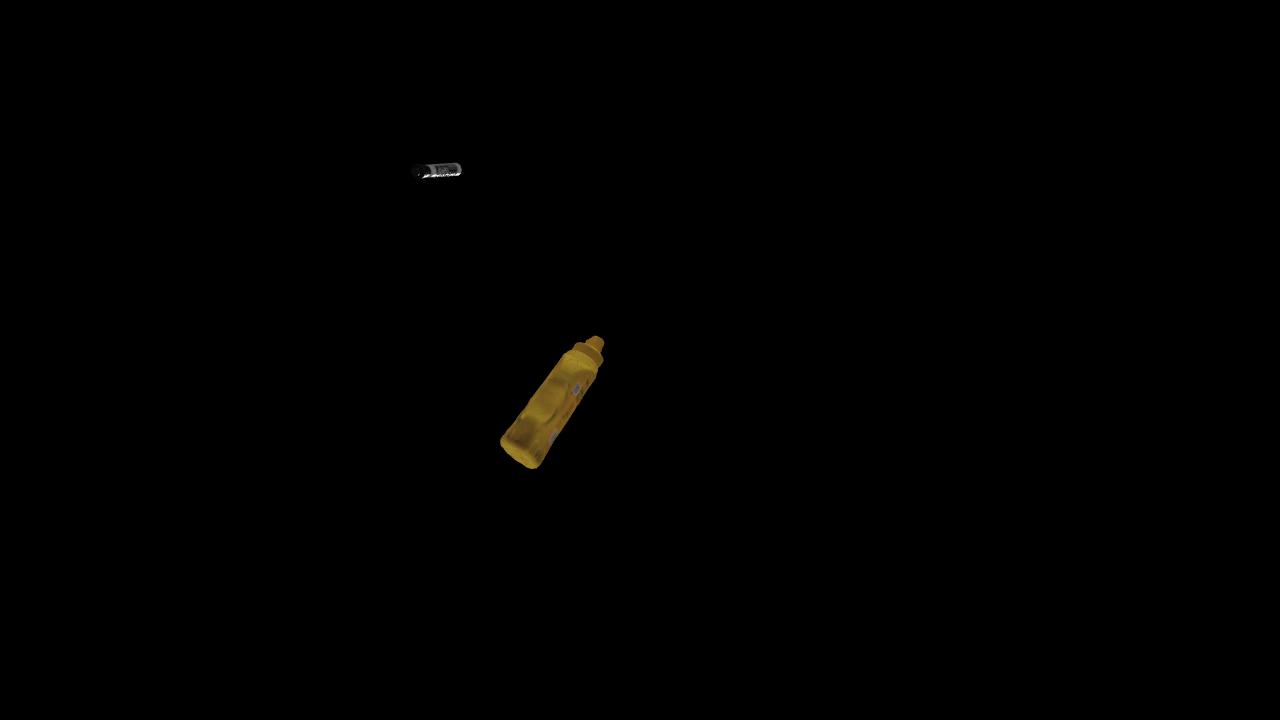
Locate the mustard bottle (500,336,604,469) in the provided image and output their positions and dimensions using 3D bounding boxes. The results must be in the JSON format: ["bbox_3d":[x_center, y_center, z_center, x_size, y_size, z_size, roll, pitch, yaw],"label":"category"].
[{"bbox_3d":[-0.099,0.044,0.764,0.054,0.184,0.092,28,-22,13],"label":"mustard bottle"}]

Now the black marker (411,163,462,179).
[{"bbox_3d":[-0.281,-0.263,0.852,0.020,0.020,0.121,0,18,10],"label":"black marker"}]
